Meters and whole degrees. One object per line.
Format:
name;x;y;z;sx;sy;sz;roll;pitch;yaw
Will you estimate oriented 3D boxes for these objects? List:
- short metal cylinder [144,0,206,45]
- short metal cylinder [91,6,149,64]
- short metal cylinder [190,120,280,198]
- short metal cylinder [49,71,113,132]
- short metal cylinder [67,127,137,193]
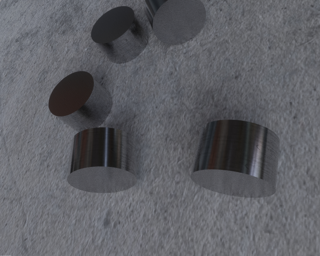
short metal cylinder;0.022;-0.172;0.462;0.080;0.080;0.050;-28;53;11
short metal cylinder;-0.066;-0.154;0.515;0.080;0.050;0.080;-13;56;20
short metal cylinder;0.075;0.033;0.309;0.080;0.080;0.050;1;62;28
short metal cylinder;-0.121;-0.040;0.473;0.080;0.050;0.080;-13;56;20
short metal cylinder;-0.069;0.041;0.378;0.080;0.080;0.050;-16;56;19
